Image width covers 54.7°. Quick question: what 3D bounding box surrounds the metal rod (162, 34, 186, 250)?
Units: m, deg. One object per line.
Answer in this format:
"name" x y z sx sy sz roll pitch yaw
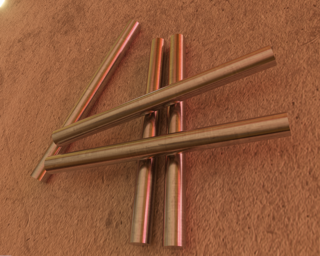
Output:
"metal rod" 0.021 -0.005 0.396 0.025 0.025 0.299 -11 57 22

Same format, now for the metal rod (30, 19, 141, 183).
"metal rod" -0.111 -0.052 0.494 0.025 0.025 0.300 16 70 34

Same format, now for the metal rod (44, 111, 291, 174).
"metal rod" -0.010 0.023 0.361 0.300 0.025 0.025 -11 57 22

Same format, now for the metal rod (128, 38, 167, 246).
"metal rod" -0.012 -0.003 0.411 0.025 0.025 0.299 -10 57 23

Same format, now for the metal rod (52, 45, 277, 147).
"metal rod" -0.007 -0.034 0.395 0.301 0.025 0.025 -20 54 16
